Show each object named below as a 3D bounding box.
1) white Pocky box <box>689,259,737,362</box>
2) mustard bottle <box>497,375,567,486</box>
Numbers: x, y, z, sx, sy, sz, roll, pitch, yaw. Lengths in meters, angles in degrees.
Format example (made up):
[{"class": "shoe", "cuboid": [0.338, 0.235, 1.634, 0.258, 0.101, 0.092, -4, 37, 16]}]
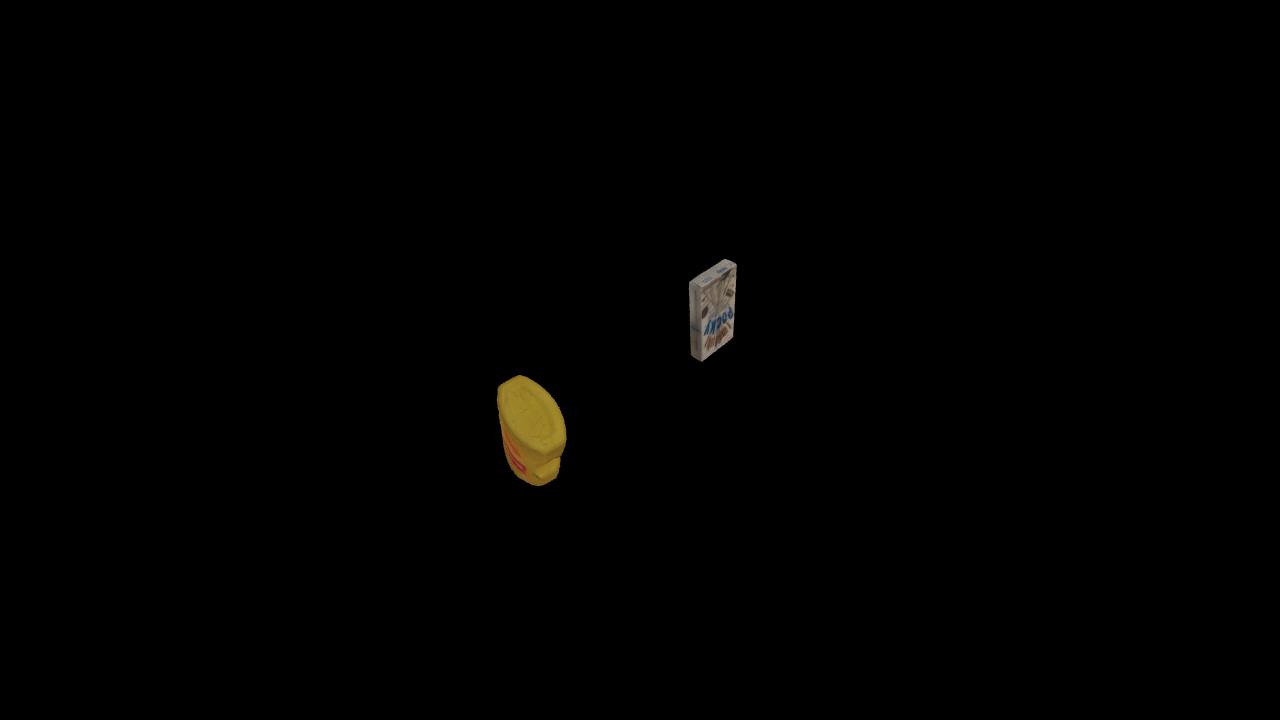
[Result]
[{"class": "white Pocky box", "cuboid": [0.115, -0.077, 0.976, 0.084, 0.154, 0.028, -36, 51, -28]}, {"class": "mustard bottle", "cuboid": [-0.121, 0.093, 0.683, 0.054, 0.092, 0.184, -36, -16, -25]}]
